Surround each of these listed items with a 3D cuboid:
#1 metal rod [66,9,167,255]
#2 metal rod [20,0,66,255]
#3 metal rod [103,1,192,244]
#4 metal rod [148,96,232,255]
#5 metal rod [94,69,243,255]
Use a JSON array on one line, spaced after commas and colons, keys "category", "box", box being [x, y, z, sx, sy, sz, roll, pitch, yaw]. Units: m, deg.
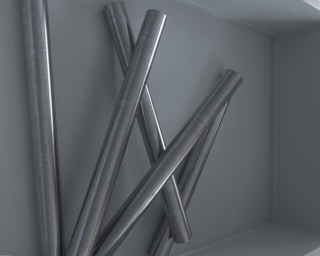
[{"category": "metal rod", "box": [-0.046, 0.011, 0.330, 0.025, 0.025, 0.299, 25, 76, -37]}, {"category": "metal rod", "box": [-0.115, 0.016, 0.309, 0.025, 0.025, 0.298, -6, 94, -40]}, {"category": "metal rod", "box": [-0.012, -0.001, 0.379, 0.025, 0.025, 0.298, -22, 99, -38]}, {"category": "metal rod", "box": [0.056, 0.042, 0.453, 0.025, 0.025, 0.300, 39, 66, -33]}, {"category": "metal rod", "box": [0.000, 0.052, 0.357, 0.025, 0.025, 0.300, 44, 79, -31]}]
